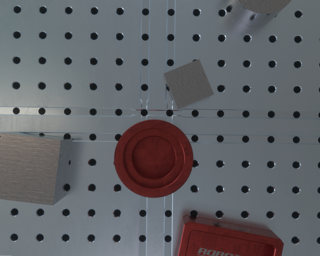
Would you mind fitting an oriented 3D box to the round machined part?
[{"bbox_3d":[-0.008,0.038,0.405,0.099,0.042,0.097,0,90,0],"label":"round machined part"}]

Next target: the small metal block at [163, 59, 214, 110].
[{"bbox_3d":[0.037,-0.057,0.414,0.050,0.025,0.050,-22,90,0],"label":"small metal block"}]

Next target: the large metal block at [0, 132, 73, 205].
[{"bbox_3d":[-0.165,0.049,0.399,0.080,0.050,0.080,7,90,0],"label":"large metal block"}]

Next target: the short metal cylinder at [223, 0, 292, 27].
[{"bbox_3d":[0.127,-0.179,0.402,0.081,0.050,0.079,0,90,0],"label":"short metal cylinder"}]

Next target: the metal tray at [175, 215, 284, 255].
[{"bbox_3d":[0.087,0.175,0.411,0.131,0.030,0.089,11,90,0],"label":"metal tray"}]
